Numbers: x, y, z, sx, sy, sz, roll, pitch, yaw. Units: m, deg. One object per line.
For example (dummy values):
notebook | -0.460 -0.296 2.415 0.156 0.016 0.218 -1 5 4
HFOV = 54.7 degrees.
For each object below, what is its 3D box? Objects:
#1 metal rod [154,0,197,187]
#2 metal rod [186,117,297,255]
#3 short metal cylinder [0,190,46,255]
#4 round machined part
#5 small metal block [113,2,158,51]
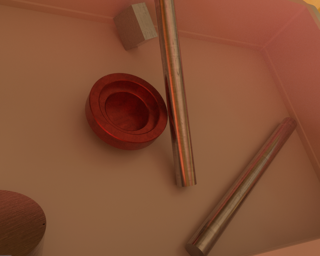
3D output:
metal rod | 0.015 -0.078 0.387 0.025 0.025 0.298 -6 89 -31
metal rod | 0.131 0.065 0.438 0.025 0.025 0.302 48 51 5
short metal cylinder | -0.133 0.093 0.239 0.081 0.050 0.080 13 26 -6
round machined part | -0.044 -0.016 0.383 0.099 0.042 0.098 14 56 -21
small metal block | -0.036 -0.147 0.451 0.025 0.050 0.050 -29 102 -38
